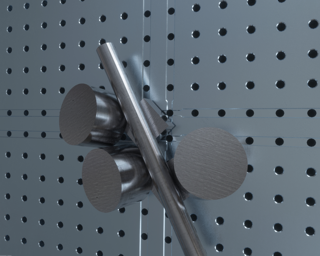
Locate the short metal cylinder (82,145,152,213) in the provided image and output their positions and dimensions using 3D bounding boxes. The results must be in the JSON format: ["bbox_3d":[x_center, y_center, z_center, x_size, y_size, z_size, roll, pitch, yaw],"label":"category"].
[{"bbox_3d":[-0.057,0.063,0.401,0.080,0.050,0.079,5,97,42],"label":"short metal cylinder"}]

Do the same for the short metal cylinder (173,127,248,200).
[{"bbox_3d":[0.056,0.044,0.362,0.081,0.050,0.080,0,75,1],"label":"short metal cylinder"}]

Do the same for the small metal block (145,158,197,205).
[{"bbox_3d":[0.017,0.073,0.402,0.050,0.025,0.050,-42,77,15],"label":"small metal block"}]

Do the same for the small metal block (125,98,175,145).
[{"bbox_3d":[-0.018,-0.004,0.415,0.050,0.025,0.050,-45,76,14],"label":"small metal block"}]

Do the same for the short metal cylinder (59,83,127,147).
[{"bbox_3d":[-0.089,-0.014,0.412,0.080,0.050,0.080,-9,76,39],"label":"short metal cylinder"}]

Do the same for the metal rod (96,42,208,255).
[{"bbox_3d":[-0.012,0.029,0.385,0.025,0.025,0.299,-27,81,18],"label":"metal rod"}]
